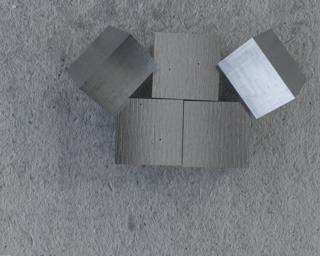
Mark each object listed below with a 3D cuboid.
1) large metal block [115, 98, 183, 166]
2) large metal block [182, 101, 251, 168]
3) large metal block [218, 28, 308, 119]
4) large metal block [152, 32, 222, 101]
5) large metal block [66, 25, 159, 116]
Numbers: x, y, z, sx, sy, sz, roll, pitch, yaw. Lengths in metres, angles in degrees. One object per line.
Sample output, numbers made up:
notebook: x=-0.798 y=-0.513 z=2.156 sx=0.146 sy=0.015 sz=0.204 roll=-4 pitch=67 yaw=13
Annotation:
large metal block: x=-0.013 y=0.004 z=0.398 sx=0.081 sy=0.050 sz=0.079 roll=1 pitch=90 yaw=-1
large metal block: x=0.068 y=0.008 z=0.398 sx=0.081 sy=0.050 sz=0.079 roll=1 pitch=90 yaw=-1
large metal block: x=0.128 y=-0.069 z=0.379 sx=0.050 sy=0.080 sz=0.080 roll=-35 pitch=90 yaw=40
large metal block: x=0.032 y=-0.075 z=0.399 sx=0.081 sy=0.050 sz=0.079 roll=3 pitch=90 yaw=-1
large metal block: x=-0.060 y=-0.073 z=0.376 sx=0.080 sy=0.080 sz=0.050 roll=-47 pitch=125 yaw=0
